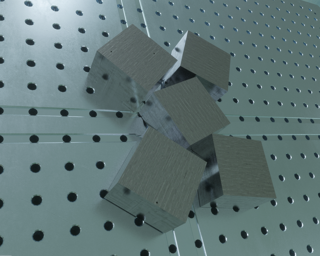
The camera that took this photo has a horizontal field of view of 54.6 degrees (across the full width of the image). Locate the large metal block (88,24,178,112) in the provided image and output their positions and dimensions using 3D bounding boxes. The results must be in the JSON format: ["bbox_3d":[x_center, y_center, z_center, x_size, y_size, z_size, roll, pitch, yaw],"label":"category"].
[{"bbox_3d":[-0.036,-0.082,0.422,0.080,0.050,0.080,39,51,-1],"label":"large metal block"}]

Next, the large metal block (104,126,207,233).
[{"bbox_3d":[-0.003,0.059,0.352,0.080,0.050,0.080,33,51,-7],"label":"large metal block"}]

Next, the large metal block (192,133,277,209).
[{"bbox_3d":[0.094,0.059,0.406,0.081,0.050,0.080,9,58,-24],"label":"large metal block"}]

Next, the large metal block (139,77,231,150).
[{"bbox_3d":[0.033,-0.014,0.417,0.081,0.050,0.080,-25,75,-37],"label":"large metal block"}]

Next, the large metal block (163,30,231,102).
[{"bbox_3d":[0.059,-0.089,0.476,0.080,0.050,0.080,25,53,-16],"label":"large metal block"}]
